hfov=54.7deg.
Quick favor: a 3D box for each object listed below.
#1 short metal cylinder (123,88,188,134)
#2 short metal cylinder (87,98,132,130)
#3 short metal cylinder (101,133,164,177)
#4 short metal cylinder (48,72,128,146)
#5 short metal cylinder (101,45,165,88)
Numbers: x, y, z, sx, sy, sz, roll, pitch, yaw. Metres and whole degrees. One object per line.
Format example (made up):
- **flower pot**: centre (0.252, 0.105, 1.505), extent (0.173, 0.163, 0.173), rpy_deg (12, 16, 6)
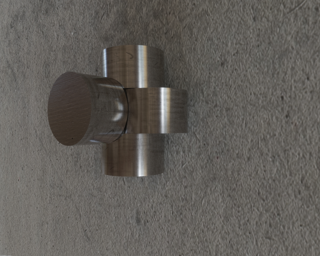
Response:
- **short metal cylinder**: centre (-0.007, -0.019, 0.374), extent (0.080, 0.081, 0.050), rpy_deg (0, 90, 39)
- **short metal cylinder**: centre (-0.069, -0.019, 0.425), extent (0.080, 0.081, 0.050), rpy_deg (-1, 89, 39)
- **short metal cylinder**: centre (-0.035, 0.031, 0.397), extent (0.080, 0.081, 0.050), rpy_deg (0, 90, 39)
- **short metal cylinder**: centre (-0.083, -0.021, 0.351), extent (0.080, 0.050, 0.079), rpy_deg (0, 90, 39)
- **short metal cylinder**: centre (-0.034, -0.071, 0.397), extent (0.080, 0.081, 0.050), rpy_deg (-2, 89, 39)
